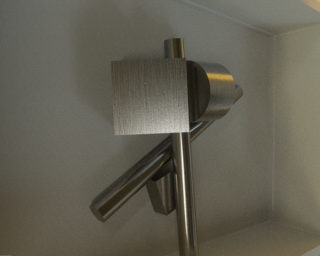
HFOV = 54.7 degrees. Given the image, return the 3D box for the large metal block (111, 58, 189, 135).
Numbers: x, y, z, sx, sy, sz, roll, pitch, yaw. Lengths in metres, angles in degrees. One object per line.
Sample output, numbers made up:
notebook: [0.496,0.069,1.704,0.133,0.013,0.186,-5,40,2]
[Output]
large metal block: [-0.010,-0.035,0.356,0.081,0.050,0.079,-3,92,0]

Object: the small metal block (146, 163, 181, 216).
small metal block: [0.012,0.081,0.417,0.050,0.025,0.050,-27,107,-37]

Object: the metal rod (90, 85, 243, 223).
metal rod: [0.028,0.018,0.430,0.302,0.025,0.025,-39,114,-33]

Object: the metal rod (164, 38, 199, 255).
metal rod: [0.028,0.038,0.397,0.025,0.025,0.298,-6,93,-40]

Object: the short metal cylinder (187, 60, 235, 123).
short metal cylinder: [0.052,-0.048,0.414,0.050,0.080,0.079,-6,94,-42]
